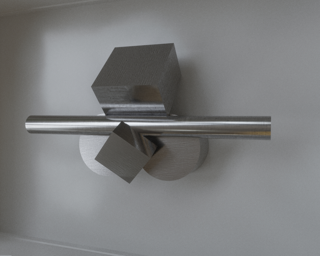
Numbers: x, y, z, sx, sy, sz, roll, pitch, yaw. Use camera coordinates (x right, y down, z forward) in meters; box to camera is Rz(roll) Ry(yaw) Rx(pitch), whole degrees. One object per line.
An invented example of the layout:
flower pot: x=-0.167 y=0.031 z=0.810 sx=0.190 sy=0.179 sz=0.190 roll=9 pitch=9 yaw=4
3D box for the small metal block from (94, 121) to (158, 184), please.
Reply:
small metal block: x=-0.039 y=0.029 z=0.357 sx=0.050 sy=0.025 sz=0.050 roll=36 pitch=124 yaw=-3

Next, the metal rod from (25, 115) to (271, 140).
metal rod: x=-0.029 y=-0.002 z=0.365 sx=0.301 sy=0.025 sz=0.025 roll=1 pitch=90 yaw=19

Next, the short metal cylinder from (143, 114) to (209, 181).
short metal cylinder: x=0.016 y=0.023 z=0.389 sx=0.080 sy=0.050 sz=0.079 roll=0 pitch=90 yaw=19

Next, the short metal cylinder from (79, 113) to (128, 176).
short metal cylinder: x=-0.059 y=0.021 z=0.416 sx=0.080 sy=0.050 sz=0.079 roll=0 pitch=90 yaw=19

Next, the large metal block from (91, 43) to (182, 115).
large metal block: x=-0.025 y=-0.058 z=0.382 sx=0.080 sy=0.050 sz=0.080 roll=1 pitch=47 yaw=19
